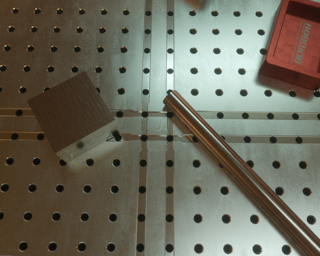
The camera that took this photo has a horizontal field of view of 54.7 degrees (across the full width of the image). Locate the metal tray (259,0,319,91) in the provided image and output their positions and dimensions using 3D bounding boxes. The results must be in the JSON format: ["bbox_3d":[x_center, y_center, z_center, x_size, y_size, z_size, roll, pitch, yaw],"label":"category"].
[{"bbox_3d":[0.209,-0.128,0.457,0.090,0.030,0.130,19,71,6],"label":"metal tray"}]

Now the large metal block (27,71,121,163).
[{"bbox_3d":[-0.109,-0.014,0.403,0.080,0.050,0.080,-30,73,-11],"label":"large metal block"}]

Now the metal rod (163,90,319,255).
[{"bbox_3d":[0.111,0.064,0.388,0.025,0.025,0.300,-39,75,-13],"label":"metal rod"}]
